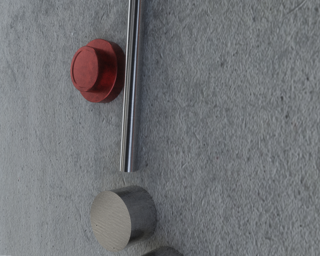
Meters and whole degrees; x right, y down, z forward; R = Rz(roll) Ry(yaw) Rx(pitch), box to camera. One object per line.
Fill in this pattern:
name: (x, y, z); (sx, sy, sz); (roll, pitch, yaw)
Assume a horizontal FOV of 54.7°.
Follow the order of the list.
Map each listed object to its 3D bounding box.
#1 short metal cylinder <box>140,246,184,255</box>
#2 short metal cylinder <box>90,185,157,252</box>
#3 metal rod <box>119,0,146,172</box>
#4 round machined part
short metal cylinder: (-0.003, 0.197, 0.389); (0.080, 0.050, 0.079); (0, 90, 39)
short metal cylinder: (-0.051, 0.123, 0.428); (0.080, 0.050, 0.079); (0, 90, 39)
metal rod: (-0.037, -0.088, 0.432); (0.025, 0.025, 0.298); (6, 94, 39)
round machined part: (-0.100, -0.088, 0.474); (0.098, 0.042, 0.097); (0, 90, 39)
